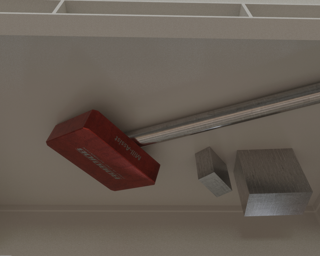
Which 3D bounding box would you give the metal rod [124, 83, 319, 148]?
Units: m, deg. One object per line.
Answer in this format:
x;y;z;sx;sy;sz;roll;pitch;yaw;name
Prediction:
0.075;-0.012;0.400;0.301;0.025;0.025;-14;129;11;metal rod

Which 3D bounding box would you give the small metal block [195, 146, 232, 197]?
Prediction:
0.077;0.063;0.448;0.025;0.050;0.050;-30;124;23;small metal block

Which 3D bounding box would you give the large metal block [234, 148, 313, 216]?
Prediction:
0.155;0.076;0.440;0.081;0.080;0.050;-2;130;1;large metal block

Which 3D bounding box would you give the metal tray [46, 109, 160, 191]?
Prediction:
-0.074;0.036;0.418;0.090;0.030;0.130;-17;131;38;metal tray
